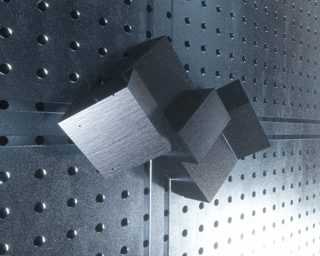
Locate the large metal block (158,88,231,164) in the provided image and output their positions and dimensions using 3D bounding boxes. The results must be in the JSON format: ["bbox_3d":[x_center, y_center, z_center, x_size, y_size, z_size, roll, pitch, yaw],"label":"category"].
[{"bbox_3d":[0.029,-0.004,0.396,0.080,0.080,0.050,-50,121,-28],"label":"large metal block"}]

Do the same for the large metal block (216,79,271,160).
[{"bbox_3d":[0.117,-0.014,0.462,0.080,0.050,0.080,56,18,-26],"label":"large metal block"}]

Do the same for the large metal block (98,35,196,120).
[{"bbox_3d":[-0.013,-0.053,0.381,0.080,0.050,0.080,-48,119,-27],"label":"large metal block"}]

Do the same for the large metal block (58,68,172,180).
[{"bbox_3d":[-0.043,-0.003,0.327,0.080,0.080,0.050,56,19,-25],"label":"large metal block"}]

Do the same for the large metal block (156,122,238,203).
[{"bbox_3d":[0.054,0.045,0.436,0.080,0.050,0.080,-48,117,-29],"label":"large metal block"}]
